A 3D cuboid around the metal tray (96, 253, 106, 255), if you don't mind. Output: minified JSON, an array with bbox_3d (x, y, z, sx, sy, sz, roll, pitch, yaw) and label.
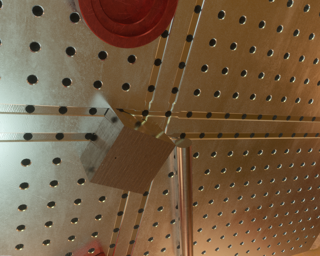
[{"bbox_3d":[-0.111,0.276,0.519,0.091,0.030,0.129,-26,128,-13],"label":"metal tray"}]

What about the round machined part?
[{"bbox_3d":[-0.035,-0.131,0.301,0.099,0.042,0.097,-14,125,-21],"label":"round machined part"}]

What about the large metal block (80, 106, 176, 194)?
[{"bbox_3d":[-0.041,0.030,0.393,0.080,0.050,0.080,23,106,-37],"label":"large metal block"}]

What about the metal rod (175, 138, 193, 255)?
[{"bbox_3d":[0.043,0.145,0.526,0.025,0.025,0.298,-18,126,-19],"label":"metal rod"}]
